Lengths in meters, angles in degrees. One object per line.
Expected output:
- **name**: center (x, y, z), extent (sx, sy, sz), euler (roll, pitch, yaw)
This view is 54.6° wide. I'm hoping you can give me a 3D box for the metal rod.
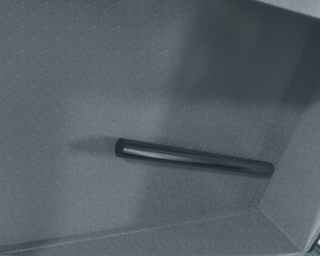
- **metal rod**: center (0.072, 0.050, 0.477), extent (0.302, 0.025, 0.025), euler (11, 113, -33)
